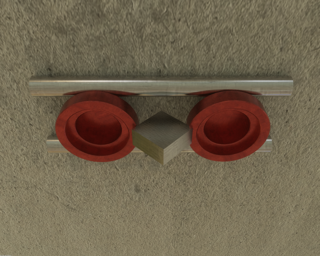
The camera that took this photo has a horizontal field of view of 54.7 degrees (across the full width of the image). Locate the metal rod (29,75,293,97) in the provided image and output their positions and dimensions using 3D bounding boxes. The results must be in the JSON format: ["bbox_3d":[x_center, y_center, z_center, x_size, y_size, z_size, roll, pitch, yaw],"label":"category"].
[{"bbox_3d":[0.002,-0.050,0.366,0.302,0.025,0.025,0,130,-1],"label":"metal rod"}]

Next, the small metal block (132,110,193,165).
[{"bbox_3d":[0.003,0.010,0.366,0.050,0.050,0.025,31,138,32],"label":"small metal block"}]

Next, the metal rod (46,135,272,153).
[{"bbox_3d":[0.000,0.022,0.427,0.302,0.025,0.025,0,130,-1],"label":"metal rod"}]

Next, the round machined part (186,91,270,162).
[{"bbox_3d":[0.082,-0.006,0.386,0.099,0.042,0.097,0,130,0],"label":"round machined part"}]

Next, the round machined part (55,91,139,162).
[{"bbox_3d":[-0.075,-0.006,0.386,0.099,0.042,0.097,0,130,0],"label":"round machined part"}]
